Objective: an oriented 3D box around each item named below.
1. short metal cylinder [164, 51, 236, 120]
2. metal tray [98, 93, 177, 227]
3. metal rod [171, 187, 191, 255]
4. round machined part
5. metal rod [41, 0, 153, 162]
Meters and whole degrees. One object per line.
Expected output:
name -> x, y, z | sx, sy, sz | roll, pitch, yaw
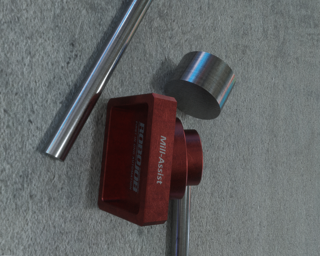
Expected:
short metal cylinder -> 0.053, -0.055, 0.413 | 0.080, 0.080, 0.050 | 45, 63, -31
metal tray -> -0.027, 0.031, 0.339 | 0.030, 0.090, 0.129 | 8, 85, -40
metal rod -> 0.027, 0.177, 0.427 | 0.025, 0.025, 0.298 | 4, 88, -40
round machined part -> 0.023, 0.036, 0.372 | 0.042, 0.098, 0.097 | -1, 91, -8
metal rod -> -0.050, -0.100, 0.362 | 0.025, 0.025, 0.300 | 38, 67, -34
